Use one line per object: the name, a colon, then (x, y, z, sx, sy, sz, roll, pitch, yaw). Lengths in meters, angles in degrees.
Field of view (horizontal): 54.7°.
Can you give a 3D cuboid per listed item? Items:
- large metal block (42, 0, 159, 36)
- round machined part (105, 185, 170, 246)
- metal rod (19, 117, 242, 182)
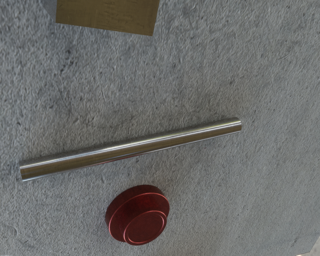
large metal block: (-0.054, -0.120, 0.269, 0.081, 0.080, 0.050, -1, 119, -28)
round machined part: (-0.029, 0.137, 0.467, 0.099, 0.042, 0.097, -14, 125, -21)
metal rod: (-0.021, 0.022, 0.410, 0.303, 0.025, 0.025, -11, 123, -23)
